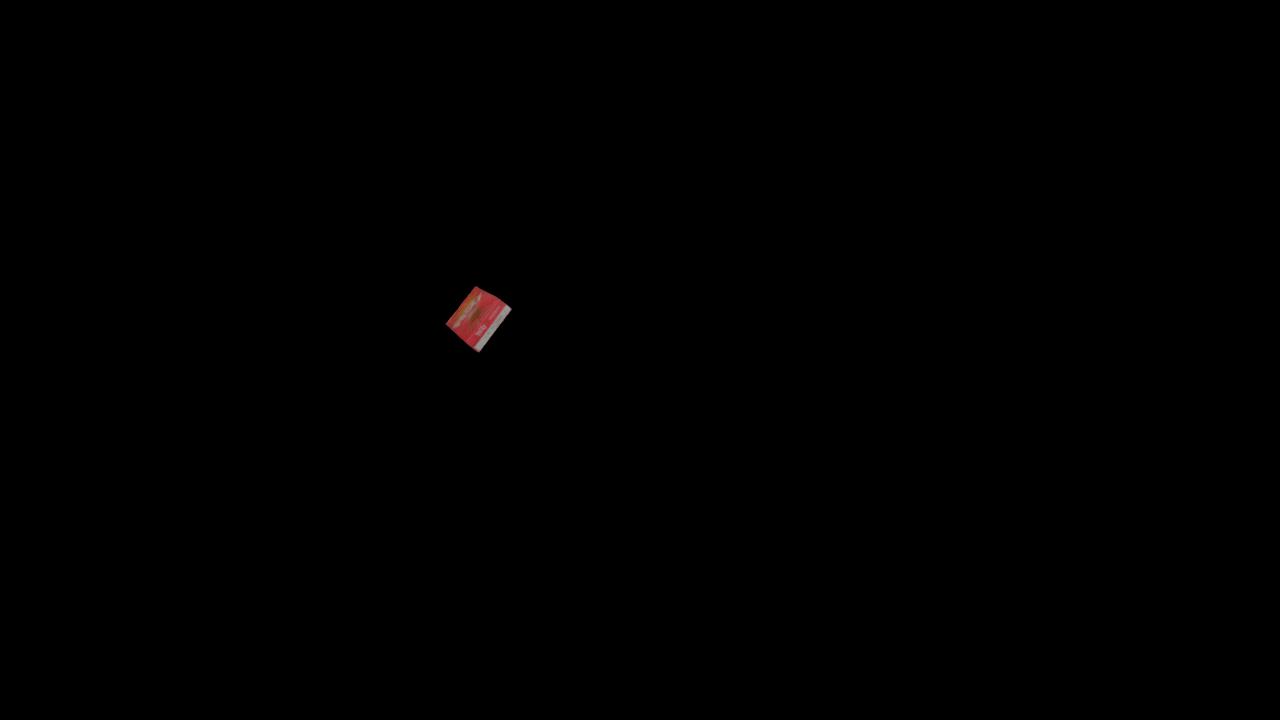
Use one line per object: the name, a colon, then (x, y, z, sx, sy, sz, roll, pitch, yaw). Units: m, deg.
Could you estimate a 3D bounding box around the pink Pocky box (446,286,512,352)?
pink Pocky box: (-0.259, -0.068, 0.977, 0.029, 0.084, 0.155, 40, -7, -30)
